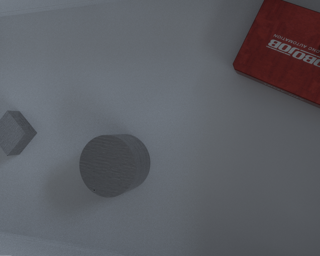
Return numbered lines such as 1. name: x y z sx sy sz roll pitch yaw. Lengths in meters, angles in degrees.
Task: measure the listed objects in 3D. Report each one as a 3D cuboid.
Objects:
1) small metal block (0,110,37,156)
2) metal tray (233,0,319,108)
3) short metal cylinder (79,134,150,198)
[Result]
1. small metal block: -0.232 0.008 0.490 0.050 0.025 0.050 -47 76 14
2. metal tray: 0.162 -0.082 0.351 0.130 0.030 0.090 28 99 17
3. short metal cylinder: -0.060 0.048 0.417 0.080 0.050 0.079 0 90 19
